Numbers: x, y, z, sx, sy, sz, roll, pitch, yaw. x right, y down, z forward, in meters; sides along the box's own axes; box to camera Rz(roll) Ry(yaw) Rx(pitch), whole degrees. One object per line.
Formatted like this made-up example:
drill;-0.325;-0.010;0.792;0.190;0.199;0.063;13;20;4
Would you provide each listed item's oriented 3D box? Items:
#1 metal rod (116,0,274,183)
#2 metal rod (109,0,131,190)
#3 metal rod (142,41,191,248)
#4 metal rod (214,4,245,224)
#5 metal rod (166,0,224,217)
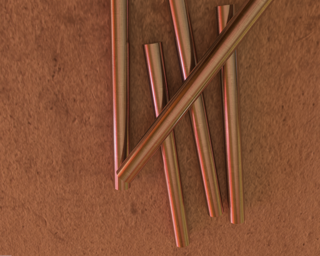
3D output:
metal rod;0.041;-0.051;0.363;0.025;0.025;0.299;34;106;-12
metal rod;-0.049;-0.058;0.387;0.025;0.025;0.298;1;110;-1
metal rod;0.013;0.036;0.423;0.025;0.025;0.298;-8;110;2
metal rod;0.095;-0.003;0.409;0.025;0.025;0.298;-7;110;2
metal rod;0.050;-0.013;0.405;0.025;0.025;0.298;-12;110;4
